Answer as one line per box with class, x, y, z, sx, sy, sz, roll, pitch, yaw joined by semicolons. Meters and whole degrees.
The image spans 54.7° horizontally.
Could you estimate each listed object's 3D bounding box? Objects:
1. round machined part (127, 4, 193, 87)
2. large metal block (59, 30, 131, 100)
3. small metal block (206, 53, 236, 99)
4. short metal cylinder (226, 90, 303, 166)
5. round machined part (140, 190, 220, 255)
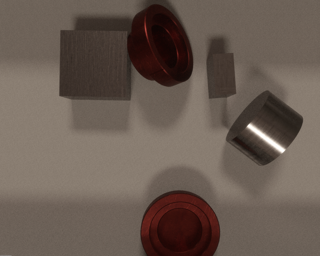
round machined part;-0.003;-0.097;0.384;0.042;0.099;0.097;-17;90;35
large metal block;-0.080;-0.078;0.397;0.081;0.050;0.079;1;90;0
small metal block;0.078;-0.066;0.400;0.025;0.050;0.050;-4;90;0
short metal cylinder;0.128;0.000;0.386;0.050;0.080;0.080;38;90;-1
round machined part;0.025;0.130;0.402;0.099;0.042;0.097;0;88;-1
